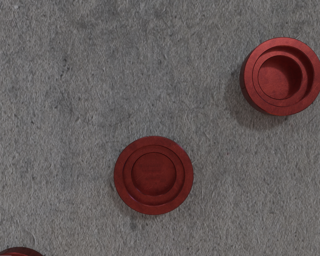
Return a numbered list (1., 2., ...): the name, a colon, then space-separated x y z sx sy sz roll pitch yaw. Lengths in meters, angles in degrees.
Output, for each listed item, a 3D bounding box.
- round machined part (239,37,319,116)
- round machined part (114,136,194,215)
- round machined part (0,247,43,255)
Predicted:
1. round machined part: 0.152 -0.064 0.402 0.099 0.042 0.097 0 90 0
2. round machined part: -0.008 0.058 0.401 0.099 0.042 0.097 0 90 0
3. round machined part: -0.191 0.210 0.400 0.099 0.042 0.097 0 90 0
